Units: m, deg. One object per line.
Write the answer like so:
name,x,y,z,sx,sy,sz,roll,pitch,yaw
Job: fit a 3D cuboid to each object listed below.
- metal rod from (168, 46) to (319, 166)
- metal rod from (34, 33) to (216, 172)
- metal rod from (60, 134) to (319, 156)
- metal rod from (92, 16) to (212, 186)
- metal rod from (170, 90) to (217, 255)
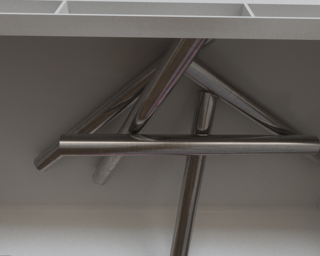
metal rod,0.129,-0.013,0.381,0.301,0.025,0.025,28,125,-29
metal rod,-0.061,-0.024,0.387,0.299,0.025,0.025,-34,122,25
metal rod,0.042,0.020,0.362,0.302,0.025,0.025,0,131,-9
metal rod,-0.030,-0.003,0.364,0.025,0.025,0.298,19,140,-16
metal rod,0.038,0.099,0.410,0.025,0.025,0.298,7,104,-6
